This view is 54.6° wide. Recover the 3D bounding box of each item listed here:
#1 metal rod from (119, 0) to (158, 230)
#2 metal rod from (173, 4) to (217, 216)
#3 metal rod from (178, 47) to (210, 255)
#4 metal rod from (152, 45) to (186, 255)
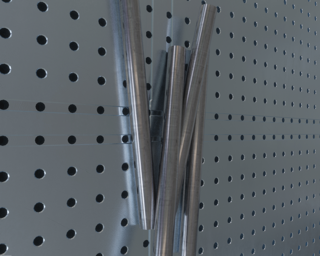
[{"bbox_3d":[-0.026,-0.023,0.385,0.025,0.025,0.298,-8,95,-40],"label":"metal rod"},{"bbox_3d":[0.038,-0.023,0.426,0.025,0.025,0.299,15,85,-39],"label":"metal rod"},{"bbox_3d":[0.050,0.032,0.449,0.025,0.025,0.299,7,85,-40],"label":"metal rod"},{"bbox_3d":[0.012,0.038,0.396,0.025,0.025,0.299,15,74,-39],"label":"metal rod"}]
